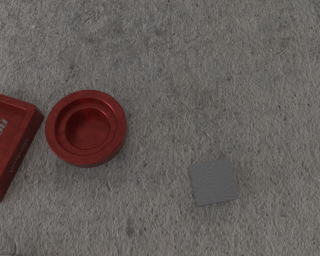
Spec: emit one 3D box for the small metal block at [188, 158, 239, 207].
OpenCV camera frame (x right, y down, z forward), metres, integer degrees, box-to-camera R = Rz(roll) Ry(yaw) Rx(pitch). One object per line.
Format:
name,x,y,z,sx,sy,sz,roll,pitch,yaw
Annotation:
small metal block,0.065,0.068,0.384,0.050,0.025,0.050,-9,70,-3

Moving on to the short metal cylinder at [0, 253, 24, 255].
short metal cylinder,-0.176,0.177,0.329,0.081,0.050,0.080,0,70,0

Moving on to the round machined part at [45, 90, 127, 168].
round machined part,-0.091,0.004,0.397,0.099,0.042,0.098,0,70,0

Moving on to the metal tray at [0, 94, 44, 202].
metal tray,-0.221,0.020,0.396,0.090,0.030,0.130,18,71,6
